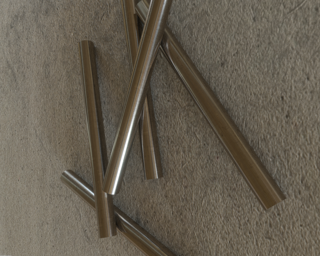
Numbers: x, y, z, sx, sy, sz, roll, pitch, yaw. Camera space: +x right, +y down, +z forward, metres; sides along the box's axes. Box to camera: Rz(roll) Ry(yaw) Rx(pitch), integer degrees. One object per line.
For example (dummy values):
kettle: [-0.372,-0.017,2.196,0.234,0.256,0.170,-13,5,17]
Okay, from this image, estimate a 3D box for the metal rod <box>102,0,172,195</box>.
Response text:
metal rod: [-0.027,-0.054,0.390,0.025,0.025,0.298,26,106,36]

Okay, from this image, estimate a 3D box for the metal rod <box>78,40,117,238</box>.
metal rod: [-0.096,0.007,0.463,0.025,0.025,0.299,-21,71,37]

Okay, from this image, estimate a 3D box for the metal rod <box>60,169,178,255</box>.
metal rod: [-0.052,0.138,0.445,0.300,0.025,0.025,27,107,36]

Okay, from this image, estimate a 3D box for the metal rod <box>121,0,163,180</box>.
metal rod: [-0.029,-0.080,0.426,0.025,0.025,0.298,-13,82,39]

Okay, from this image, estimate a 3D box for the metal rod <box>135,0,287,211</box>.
metal rod: [0.046,-0.044,0.365,0.025,0.025,0.299,-44,64,31]
